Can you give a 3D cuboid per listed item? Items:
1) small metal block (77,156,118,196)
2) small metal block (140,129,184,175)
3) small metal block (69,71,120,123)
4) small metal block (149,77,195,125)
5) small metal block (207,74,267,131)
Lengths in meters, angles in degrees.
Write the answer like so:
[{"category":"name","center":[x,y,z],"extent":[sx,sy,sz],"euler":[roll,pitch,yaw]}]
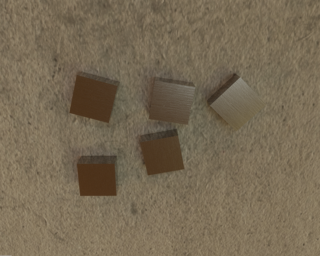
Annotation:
[{"category":"small metal block","center":[-0.086,0.067,0.433],"extent":[0.050,0.025,0.050],"euler":[0,110,-1]},{"category":"small metal block","center":[0.003,0.033,0.422],"extent":[0.050,0.025,0.050],"euler":[-10,110,3]},{"category":"small metal block","center":[-0.083,-0.039,0.394],"extent":[0.050,0.025,0.050],"euler":[15,109,-6]},{"category":"small metal block","center":[0.015,-0.035,0.397],"extent":[0.050,0.025,0.050],"euler":[8,110,-4]},{"category":"small metal block","center":[0.098,-0.033,0.399],"extent":[0.050,0.025,0.050],"euler":[42,104,-14]}]
